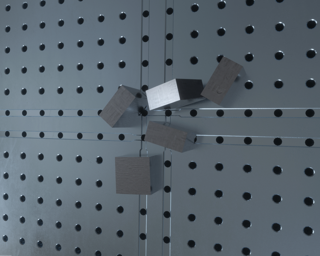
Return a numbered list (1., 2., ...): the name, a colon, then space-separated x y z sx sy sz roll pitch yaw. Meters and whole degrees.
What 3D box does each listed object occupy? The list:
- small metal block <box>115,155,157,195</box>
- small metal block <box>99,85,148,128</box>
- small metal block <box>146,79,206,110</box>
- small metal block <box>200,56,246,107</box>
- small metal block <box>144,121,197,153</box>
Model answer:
1. small metal block: -0.032 0.063 0.423 0.050 0.025 0.050 -2 89 19
2. small metal block: -0.046 -0.027 0.415 0.025 0.050 0.050 43 103 15
3. small metal block: 0.020 -0.041 0.383 0.050 0.050 0.025 -16 85 43
4. small metal block: 0.077 -0.053 0.372 0.025 0.050 0.050 33 100 16
5. small metal block: 0.015 0.010 0.393 0.050 0.050 0.025 17 96 19
